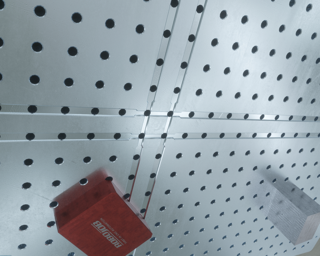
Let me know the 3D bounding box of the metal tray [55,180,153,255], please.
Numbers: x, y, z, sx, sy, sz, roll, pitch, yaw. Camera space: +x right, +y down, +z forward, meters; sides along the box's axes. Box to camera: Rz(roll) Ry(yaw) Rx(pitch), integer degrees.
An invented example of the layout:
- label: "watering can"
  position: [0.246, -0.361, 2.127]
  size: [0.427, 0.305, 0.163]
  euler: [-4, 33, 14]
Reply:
- label: "metal tray"
  position: [-0.078, 0.144, 0.455]
  size: [0.090, 0.030, 0.130]
  euler: [-34, 129, -6]

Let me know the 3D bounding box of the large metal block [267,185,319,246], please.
- label: "large metal block"
  position: [0.277, 0.177, 0.637]
  size: [0.050, 0.080, 0.079]
  euler: [-8, 122, -25]
